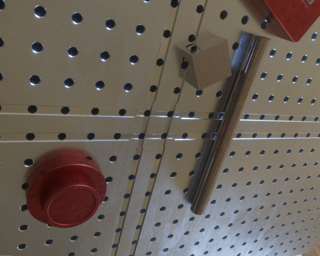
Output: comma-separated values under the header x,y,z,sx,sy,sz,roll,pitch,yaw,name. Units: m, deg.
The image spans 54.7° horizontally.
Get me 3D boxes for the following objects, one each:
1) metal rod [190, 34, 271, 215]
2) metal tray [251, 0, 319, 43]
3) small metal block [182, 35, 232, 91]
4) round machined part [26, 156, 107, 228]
x,y,z,sx,sy,sz,roll,pitch,yaw,name
0.099,0.010,0.471,0.025,0.025,0.298,0,118,-29,metal rod
0.162,-0.181,0.384,0.131,0.030,0.090,31,101,-38,metal tray
0.060,-0.083,0.393,0.050,0.025,0.050,-26,128,-12,small metal block
-0.115,0.087,0.391,0.099,0.042,0.097,-14,124,-21,round machined part
